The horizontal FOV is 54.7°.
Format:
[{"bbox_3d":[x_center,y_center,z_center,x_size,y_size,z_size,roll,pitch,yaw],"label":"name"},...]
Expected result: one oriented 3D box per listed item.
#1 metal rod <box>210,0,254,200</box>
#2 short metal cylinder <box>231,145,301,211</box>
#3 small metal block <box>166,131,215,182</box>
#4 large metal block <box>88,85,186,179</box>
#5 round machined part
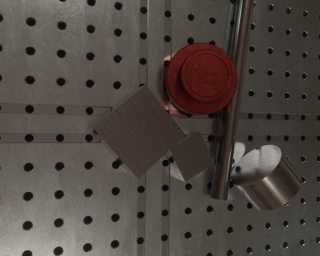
[{"bbox_3d":[0.106,-0.046,0.453,0.025,0.025,0.298,10,87,-20],"label":"metal rod"},{"bbox_3d":[0.150,0.070,0.441,0.080,0.080,0.050,-45,105,-15],"label":"short metal cylinder"},{"bbox_3d":[0.040,0.038,0.429,0.050,0.025,0.050,-28,100,-18],"label":"small metal block"},{"bbox_3d":[-0.030,0.004,0.389,0.080,0.050,0.080,-42,104,-15],"label":"large metal block"},{"bbox_3d":[0.057,-0.067,0.415,0.099,0.042,0.097,0,88,-7],"label":"round machined part"}]
